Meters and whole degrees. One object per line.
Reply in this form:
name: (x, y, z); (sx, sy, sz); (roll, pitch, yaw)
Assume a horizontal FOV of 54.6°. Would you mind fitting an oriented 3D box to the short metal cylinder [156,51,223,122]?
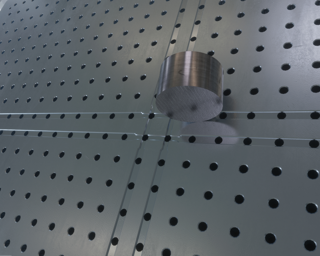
short metal cylinder: (0.037, -0.049, 0.384); (0.080, 0.080, 0.050); (-7, 59, 25)
